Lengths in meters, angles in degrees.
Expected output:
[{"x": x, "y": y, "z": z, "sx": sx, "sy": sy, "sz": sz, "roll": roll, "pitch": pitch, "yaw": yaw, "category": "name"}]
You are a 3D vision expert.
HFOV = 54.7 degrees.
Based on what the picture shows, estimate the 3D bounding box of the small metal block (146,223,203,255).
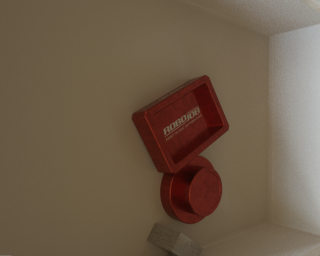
[{"x": 0.019, "y": 0.154, "z": 0.409, "sx": 0.050, "sy": 0.050, "sz": 0.025, "roll": 44, "pitch": 63, "yaw": -32, "category": "small metal block"}]

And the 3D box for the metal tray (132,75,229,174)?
[{"x": 0.034, "y": -0.008, "z": 0.428, "sx": 0.131, "sy": 0.030, "sz": 0.090, "roll": -34, "pitch": 106, "yaw": -35, "category": "metal tray"}]

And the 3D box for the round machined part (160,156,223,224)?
[{"x": 0.051, "y": 0.088, "z": 0.441, "sx": 0.099, "sy": 0.042, "sz": 0.097, "roll": 0, "pitch": 91, "yaw": -40, "category": "round machined part"}]
